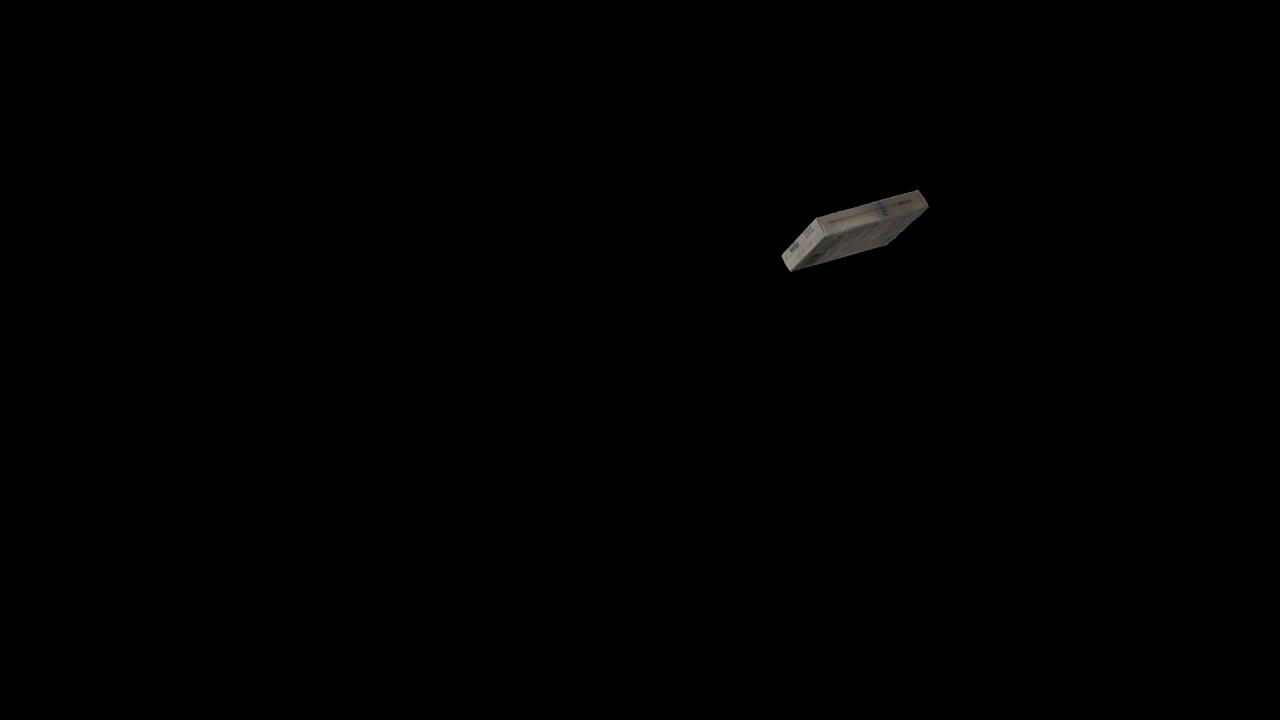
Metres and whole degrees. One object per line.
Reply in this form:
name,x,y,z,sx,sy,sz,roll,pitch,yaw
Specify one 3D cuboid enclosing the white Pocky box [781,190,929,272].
white Pocky box,0.245,-0.146,0.704,0.154,0.028,0.084,-18,-16,-22
